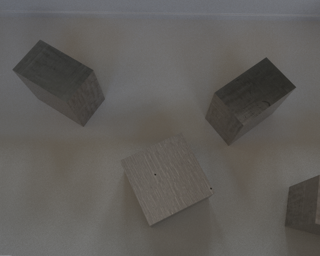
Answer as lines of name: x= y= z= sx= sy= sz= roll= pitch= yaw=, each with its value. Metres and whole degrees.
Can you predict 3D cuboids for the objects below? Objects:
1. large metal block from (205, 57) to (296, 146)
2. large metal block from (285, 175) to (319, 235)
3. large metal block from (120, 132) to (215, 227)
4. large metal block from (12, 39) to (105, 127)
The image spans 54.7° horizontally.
large metal block: x=0.110 y=-0.030 z=0.392 sx=0.080 sy=0.080 sz=0.050 roll=-35 pitch=74 yaw=-12
large metal block: x=0.198 y=0.094 z=0.347 sx=0.080 sy=0.080 sz=0.050 roll=14 pitch=71 yaw=5
large metal block: x=0.008 y=0.063 z=0.373 sx=0.080 sy=0.050 sz=0.080 roll=-25 pitch=72 yaw=-9
large metal block: x=-0.125 y=-0.054 z=0.399 sx=0.080 sy=0.080 sz=0.050 roll=31 pitch=73 yaw=10
